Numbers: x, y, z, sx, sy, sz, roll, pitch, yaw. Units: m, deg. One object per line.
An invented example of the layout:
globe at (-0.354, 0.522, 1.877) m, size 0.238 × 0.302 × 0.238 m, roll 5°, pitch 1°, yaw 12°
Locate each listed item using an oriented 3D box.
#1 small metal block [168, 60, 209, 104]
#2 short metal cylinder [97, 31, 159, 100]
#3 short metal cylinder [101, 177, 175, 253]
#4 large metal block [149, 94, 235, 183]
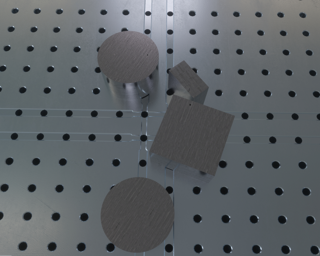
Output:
small metal block at (0.037, -0.055, 0.419) m, size 0.025 × 0.050 × 0.050 m, roll -36°, pitch 74°, yaw -12°
short metal cylinder at (-0.042, -0.086, 0.430) m, size 0.081 × 0.050 × 0.080 m, roll 0°, pitch 70°, yaw 0°
short metal cylinder at (-0.024, 0.102, 0.361) m, size 0.081 × 0.050 × 0.080 m, roll 0°, pitch 70°, yaw 0°
large metal block at (0.040, 0.015, 0.393) m, size 0.080 × 0.050 × 0.080 m, roll 20°, pitch 71°, yaw 7°
